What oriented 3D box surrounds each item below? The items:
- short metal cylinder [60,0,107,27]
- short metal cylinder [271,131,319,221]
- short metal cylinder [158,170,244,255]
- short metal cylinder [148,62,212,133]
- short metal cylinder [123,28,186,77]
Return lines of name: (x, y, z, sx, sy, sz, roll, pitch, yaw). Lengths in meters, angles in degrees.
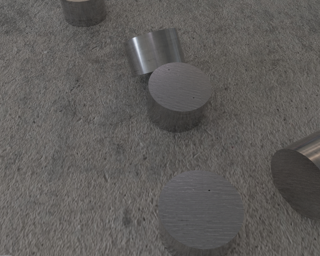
short metal cylinder: (-0.144, -0.234, 0.583, 0.080, 0.050, 0.080, 0, 50, 0)
short metal cylinder: (0.166, 0.049, 0.327, 0.050, 0.080, 0.080, -23, 54, -18)
short metal cylinder: (0.039, 0.090, 0.312, 0.080, 0.050, 0.080, 0, 50, 0)
short metal cylinder: (0.024, -0.041, 0.413, 0.081, 0.050, 0.080, 2, 58, -4)
short metal cylinder: (-0.008, -0.109, 0.451, 0.080, 0.050, 0.080, -15, 9, 3)
